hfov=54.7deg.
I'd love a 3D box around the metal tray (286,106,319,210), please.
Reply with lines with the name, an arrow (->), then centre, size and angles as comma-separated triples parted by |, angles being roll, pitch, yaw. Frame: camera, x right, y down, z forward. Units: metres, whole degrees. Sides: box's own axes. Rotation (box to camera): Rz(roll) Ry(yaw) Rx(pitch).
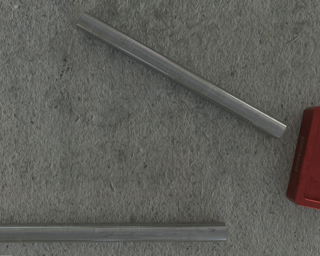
metal tray -> 0.229, 0.043, 0.409 | 0.091, 0.030, 0.129 | 12, 90, 0

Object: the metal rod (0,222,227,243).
metal rod -> -0.065, 0.138, 0.409 | 0.302, 0.025, 0.025 | 0, 90, 0

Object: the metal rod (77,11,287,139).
metal rod -> 0.029, -0.069, 0.410 | 0.301, 0.025, 0.025 | 29, 90, 0
